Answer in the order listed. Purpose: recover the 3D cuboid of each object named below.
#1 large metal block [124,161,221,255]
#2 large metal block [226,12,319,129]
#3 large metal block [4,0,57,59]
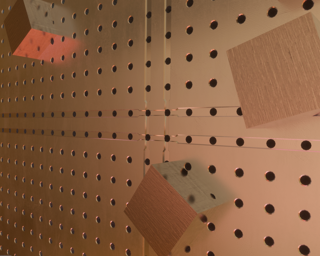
[{"bbox_3d":[0.013,0.099,0.381,0.080,0.050,0.080,44,116,31],"label":"large metal block"},{"bbox_3d":[0.119,-0.048,0.294,0.080,0.050,0.080,-19,78,38],"label":"large metal block"},{"bbox_3d":[-0.251,-0.193,0.596,0.080,0.050,0.080,-33,70,35],"label":"large metal block"}]
